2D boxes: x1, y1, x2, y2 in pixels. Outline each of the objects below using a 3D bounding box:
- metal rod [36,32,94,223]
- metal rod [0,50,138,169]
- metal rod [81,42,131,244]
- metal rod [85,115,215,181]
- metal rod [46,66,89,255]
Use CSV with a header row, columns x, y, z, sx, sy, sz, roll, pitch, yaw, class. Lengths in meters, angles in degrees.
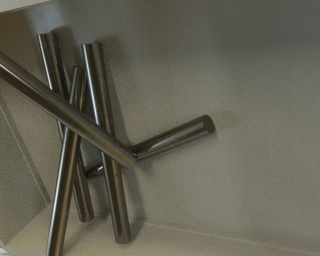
x,y,z,sx,sy,sz,roll,pitch,yaw,class
-0.136,0.013,0.464,0.025,0.025,0.298,5,114,25,metal rod
-0.139,-0.040,0.351,0.025,0.025,0.300,-24,128,36,metal rod
-0.072,0.034,0.436,0.025,0.025,0.298,4,112,26,metal rod
-0.052,0.045,0.461,0.299,0.025,0.025,-24,106,36,metal rod
-0.135,0.059,0.452,0.025,0.025,0.298,18,106,17,metal rod
